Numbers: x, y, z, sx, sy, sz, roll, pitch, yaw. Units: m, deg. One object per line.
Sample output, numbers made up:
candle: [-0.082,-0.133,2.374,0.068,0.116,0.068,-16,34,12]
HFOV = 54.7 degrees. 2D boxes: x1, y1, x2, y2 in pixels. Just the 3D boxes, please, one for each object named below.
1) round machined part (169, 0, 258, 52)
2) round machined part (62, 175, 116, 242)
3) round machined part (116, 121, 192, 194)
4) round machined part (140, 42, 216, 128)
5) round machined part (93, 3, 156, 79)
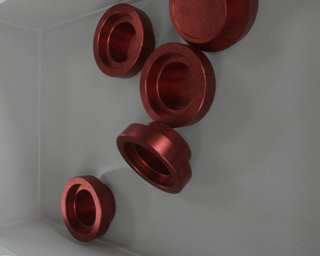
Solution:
round machined part: [0.049,-0.128,0.329,0.098,0.042,0.097,22,130,30]
round machined part: [-0.107,0.122,0.481,0.098,0.042,0.097,0,90,39]
round machined part: [-0.002,0.031,0.374,0.098,0.042,0.098,31,151,20]
round machined part: [0.025,-0.050,0.370,0.098,0.042,0.097,6,98,41]
round machined part: [-0.045,-0.117,0.431,0.098,0.042,0.097,0,90,39]
